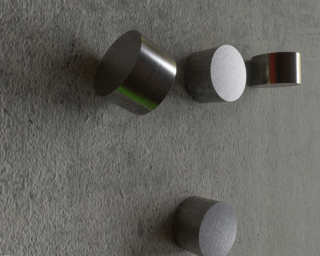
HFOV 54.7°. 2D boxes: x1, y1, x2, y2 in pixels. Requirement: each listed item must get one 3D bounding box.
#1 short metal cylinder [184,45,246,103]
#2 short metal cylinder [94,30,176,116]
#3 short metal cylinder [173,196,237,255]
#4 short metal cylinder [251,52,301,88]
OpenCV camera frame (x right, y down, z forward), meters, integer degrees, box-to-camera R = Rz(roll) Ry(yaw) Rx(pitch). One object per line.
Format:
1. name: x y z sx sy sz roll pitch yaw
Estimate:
1. short metal cylinder: 0.082 -0.077 0.457 0.081 0.050 0.080 0 90 -40
2. short metal cylinder: -0.029 -0.060 0.345 0.050 0.080 0.080 29 72 -37
3. short metal cylinder: 0.065 0.142 0.443 0.081 0.050 0.080 0 90 -40
4. short metal cylinder: 0.199 -0.098 0.535 0.081 0.080 0.050 -3 92 -40
